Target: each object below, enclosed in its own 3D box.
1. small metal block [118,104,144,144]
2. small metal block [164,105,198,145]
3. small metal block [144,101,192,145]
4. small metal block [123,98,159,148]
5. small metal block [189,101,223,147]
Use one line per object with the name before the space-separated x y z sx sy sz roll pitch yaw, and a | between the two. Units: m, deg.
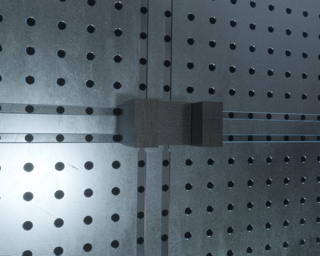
small metal block | -0.034 -0.005 0.387 0.025 0.050 0.050 1 90 -20
small metal block | 0.027 -0.004 0.410 0.025 0.050 0.050 -1 91 -20
small metal block | 0.009 -0.005 0.364 0.050 0.025 0.050 1 90 -21
small metal block | -0.022 -0.005 0.338 0.025 0.050 0.050 1 90 -20
small metal block | 0.050 -0.004 0.364 0.025 0.050 0.050 1 90 -20
